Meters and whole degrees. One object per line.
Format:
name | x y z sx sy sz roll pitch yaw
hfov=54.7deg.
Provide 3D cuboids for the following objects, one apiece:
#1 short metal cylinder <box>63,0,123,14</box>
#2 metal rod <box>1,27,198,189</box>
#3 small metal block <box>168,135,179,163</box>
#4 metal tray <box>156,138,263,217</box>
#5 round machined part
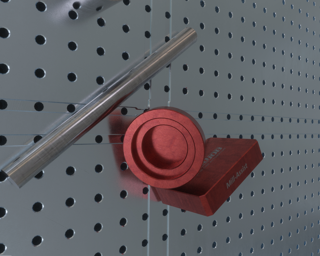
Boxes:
short metal cylinder | -0.070 -0.170 0.334 0.081 0.050 0.079 0 90 -40
metal rod | -0.049 -0.043 0.368 0.301 0.025 0.025 -45 117 -31
small metal block | 0.023 0.022 0.429 0.050 0.025 0.050 -17 101 -39
metal tray | 0.068 0.059 0.424 0.131 0.090 0.030 -36 113 -34
round machined part | 0.008 0.021 0.382 0.042 0.098 0.097 -41 122 -73
